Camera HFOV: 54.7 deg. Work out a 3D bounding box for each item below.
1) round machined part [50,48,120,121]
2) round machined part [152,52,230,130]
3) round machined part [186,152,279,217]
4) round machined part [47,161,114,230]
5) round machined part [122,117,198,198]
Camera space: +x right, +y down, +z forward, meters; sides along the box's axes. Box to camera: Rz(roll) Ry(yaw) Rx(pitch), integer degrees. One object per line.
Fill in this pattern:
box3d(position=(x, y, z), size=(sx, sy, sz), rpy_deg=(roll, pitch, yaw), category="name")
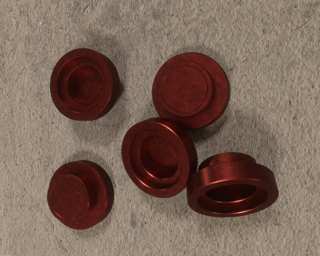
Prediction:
box3d(position=(-0.100, -0.059, 0.434), size=(0.098, 0.042, 0.097), rpy_deg=(0, 90, 19), category="round machined part")
box3d(position=(0.035, -0.046, 0.387), size=(0.098, 0.042, 0.097), rpy_deg=(0, 90, 19), category="round machined part")
box3d(position=(0.079, 0.063, 0.352), size=(0.098, 0.098, 0.042), rpy_deg=(-16, 49, 19), category="round machined part")
box3d(position=(-0.119, 0.096, 0.440), size=(0.098, 0.042, 0.097), rpy_deg=(0, 90, 19), category="round machined part")
box3d(position=(0.003, 0.034, 0.388), size=(0.098, 0.042, 0.097), rpy_deg=(10, 109, 30), category="round machined part")
